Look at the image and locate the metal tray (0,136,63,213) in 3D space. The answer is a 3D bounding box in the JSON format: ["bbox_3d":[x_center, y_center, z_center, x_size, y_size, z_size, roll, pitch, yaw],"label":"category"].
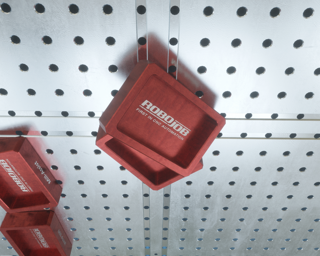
[{"bbox_3d":[-0.219,0.075,0.469,0.090,0.030,0.129,-10,130,8],"label":"metal tray"}]

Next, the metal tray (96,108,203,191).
[{"bbox_3d":[-0.012,0.028,0.431,0.090,0.030,0.130,-31,124,23],"label":"metal tray"}]

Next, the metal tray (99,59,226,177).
[{"bbox_3d":[0.007,-0.008,0.367,0.130,0.030,0.090,33,92,-31],"label":"metal tray"}]

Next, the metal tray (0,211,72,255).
[{"bbox_3d":[-0.228,0.208,0.582,0.090,0.030,0.129,-4,130,3],"label":"metal tray"}]
